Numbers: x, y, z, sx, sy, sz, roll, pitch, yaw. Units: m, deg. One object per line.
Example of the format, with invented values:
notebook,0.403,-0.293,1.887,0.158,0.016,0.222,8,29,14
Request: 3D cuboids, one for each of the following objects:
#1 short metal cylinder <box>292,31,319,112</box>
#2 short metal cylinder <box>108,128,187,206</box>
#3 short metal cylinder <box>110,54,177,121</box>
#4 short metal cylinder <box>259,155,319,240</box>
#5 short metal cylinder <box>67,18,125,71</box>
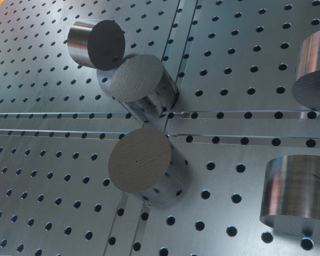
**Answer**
short metal cylinder,0.180,-0.056,0.313,0.080,0.080,0.050,5,65,30
short metal cylinder,-0.014,0.046,0.370,0.080,0.050,0.080,-13,56,20
short metal cylinder,-0.022,-0.057,0.437,0.080,0.050,0.080,-13,56,20
short metal cylinder,0.131,0.062,0.266,0.080,0.080,0.050,2,63,29
short metal cylinder,-0.103,-0.138,0.510,0.050,0.080,0.080,19,72,35
